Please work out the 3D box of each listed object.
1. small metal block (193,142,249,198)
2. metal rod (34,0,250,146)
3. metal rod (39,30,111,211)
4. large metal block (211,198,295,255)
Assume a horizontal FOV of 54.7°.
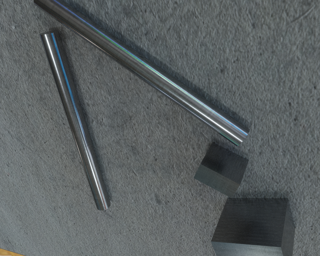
[{"bbox_3d":[0.076,0.050,0.382,0.050,0.050,0.025,27,128,11],"label":"small metal block"},{"bbox_3d":[-0.025,-0.075,0.373,0.301,0.025,0.025,35,129,4],"label":"metal rod"},{"bbox_3d":[-0.122,0.005,0.474,0.025,0.025,0.298,4,121,26],"label":"metal rod"},{"bbox_3d":[0.120,0.134,0.391,0.080,0.080,0.050,-8,115,31],"label":"large metal block"}]
